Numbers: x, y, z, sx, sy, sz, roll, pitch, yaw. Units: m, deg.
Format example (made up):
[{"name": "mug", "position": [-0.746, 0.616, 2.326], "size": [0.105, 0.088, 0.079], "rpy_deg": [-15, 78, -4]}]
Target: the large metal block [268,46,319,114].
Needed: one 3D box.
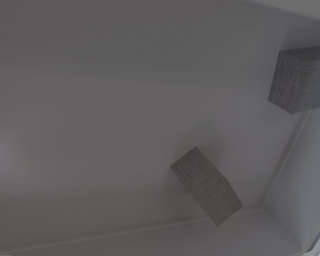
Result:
[{"name": "large metal block", "position": [0.219, -0.074, 0.466], "size": [0.081, 0.050, 0.079], "rpy_deg": [-12, 124, -22]}]

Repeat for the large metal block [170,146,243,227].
[{"name": "large metal block", "position": [0.069, 0.087, 0.465], "size": [0.050, 0.080, 0.080], "rpy_deg": [-38, 129, -3]}]
